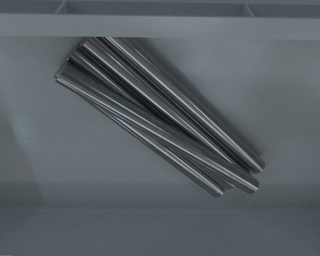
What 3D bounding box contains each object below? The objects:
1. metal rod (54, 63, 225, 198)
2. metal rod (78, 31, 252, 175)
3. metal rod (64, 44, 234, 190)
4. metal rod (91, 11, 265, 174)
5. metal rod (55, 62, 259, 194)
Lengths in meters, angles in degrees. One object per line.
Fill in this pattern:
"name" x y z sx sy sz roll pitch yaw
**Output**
"metal rod" -0.009 0.016 0.421 0.025 0.025 0.301 -36 122 26
"metal rod" 0.025 -0.011 0.398 0.025 0.025 0.301 -36 122 26
"metal rod" 0.006 0.001 0.408 0.025 0.025 0.301 -36 122 26
"metal rod" 0.041 -0.026 0.385 0.025 0.025 0.301 -36 122 26
"metal rod" 0.015 0.012 0.384 0.301 0.025 0.025 31 123 -24
